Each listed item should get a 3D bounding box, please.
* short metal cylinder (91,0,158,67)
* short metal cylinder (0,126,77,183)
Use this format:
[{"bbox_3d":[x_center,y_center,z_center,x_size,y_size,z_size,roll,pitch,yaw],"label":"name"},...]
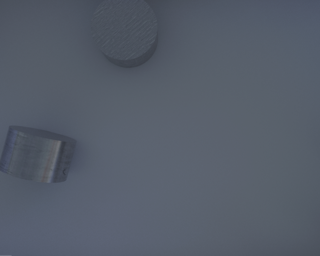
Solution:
[{"bbox_3d":[-0.043,-0.122,0.398,0.081,0.050,0.080,0,90,0],"label":"short metal cylinder"},{"bbox_3d":[-0.150,0.031,0.383,0.080,0.080,0.050,15,90,0],"label":"short metal cylinder"}]
